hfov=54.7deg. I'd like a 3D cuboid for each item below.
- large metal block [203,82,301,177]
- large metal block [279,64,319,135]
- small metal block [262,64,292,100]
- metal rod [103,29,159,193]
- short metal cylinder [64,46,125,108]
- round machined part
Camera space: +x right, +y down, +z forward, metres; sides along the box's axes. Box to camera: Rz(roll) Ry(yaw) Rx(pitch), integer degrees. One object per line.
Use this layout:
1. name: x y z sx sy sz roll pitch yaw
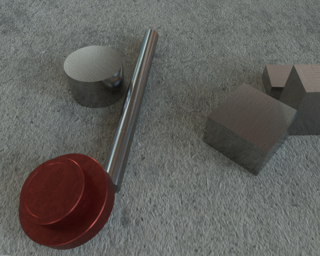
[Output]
1. large metal block: 0.113 -0.001 0.389 0.080 0.050 0.080 34 58 25
2. large metal block: 0.206 -0.035 0.399 0.081 0.080 0.050 0 50 -1
3. small metal block: 0.185 -0.069 0.463 0.050 0.025 0.050 2 50 1
4. metal rod: -0.036 -0.047 0.441 0.025 0.025 0.300 6 50 5
5. short metal cylinder: -0.092 -0.075 0.449 0.081 0.050 0.080 0 50 0
6. round machined part: -0.100 0.069 0.316 0.098 0.042 0.098 -7 58 11
